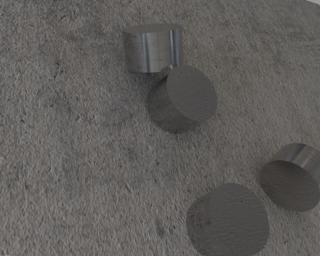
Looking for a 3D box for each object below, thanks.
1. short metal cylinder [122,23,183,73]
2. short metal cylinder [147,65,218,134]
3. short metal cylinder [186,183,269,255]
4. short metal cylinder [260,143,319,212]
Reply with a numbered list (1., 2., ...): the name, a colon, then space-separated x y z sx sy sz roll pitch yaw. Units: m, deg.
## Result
1. short metal cylinder: -0.009 -0.112 0.425 0.080 0.050 0.080 -3 26 2
2. short metal cylinder: 0.030 -0.038 0.419 0.081 0.050 0.080 13 63 -28
3. short metal cylinder: 0.078 0.111 0.362 0.081 0.050 0.080 14 56 -21
4. short metal cylinder: 0.187 0.067 0.428 0.050 0.080 0.080 -32 80 -38
